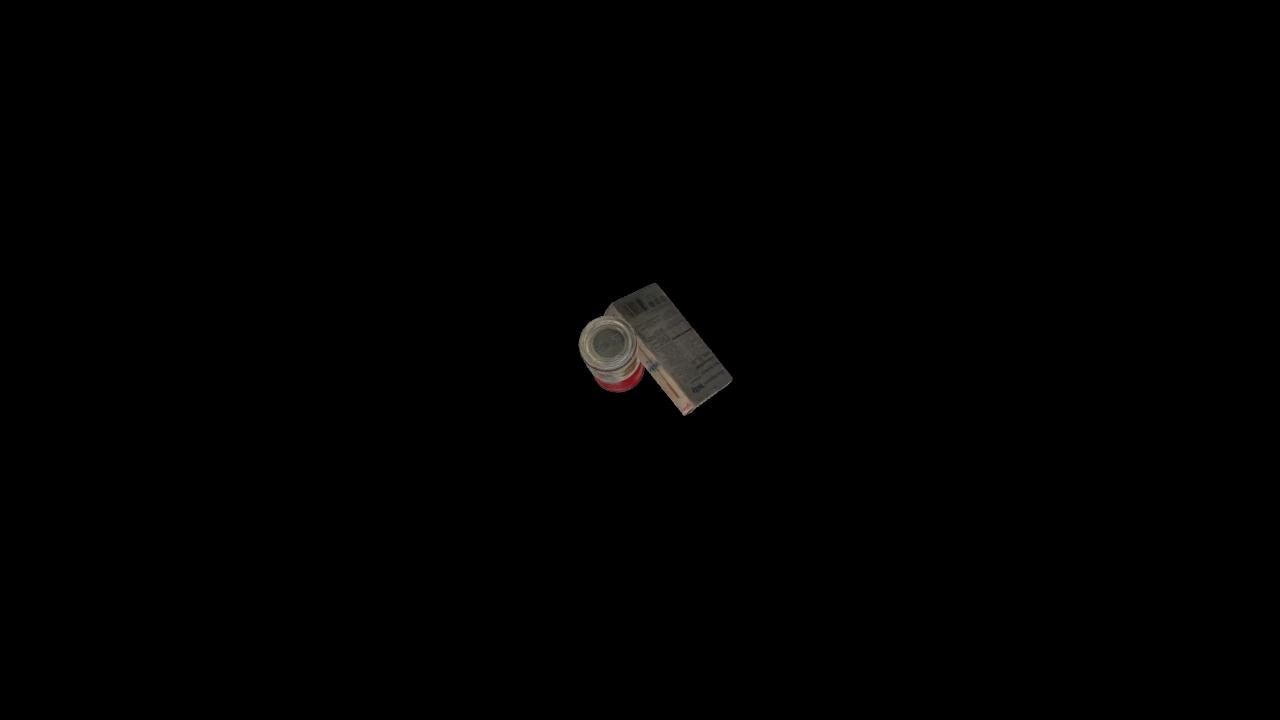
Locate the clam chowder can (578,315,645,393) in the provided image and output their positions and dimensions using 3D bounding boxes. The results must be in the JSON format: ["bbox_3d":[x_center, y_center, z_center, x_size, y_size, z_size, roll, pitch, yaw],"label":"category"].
[{"bbox_3d":[-0.032,-0.005,0.726,0.068,0.068,0.102,0,-16,6],"label":"clam chowder can"}]

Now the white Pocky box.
[{"bbox_3d":[0.035,-0.016,0.723,0.084,0.154,0.028,-30,-12,-43],"label":"white Pocky box"}]
